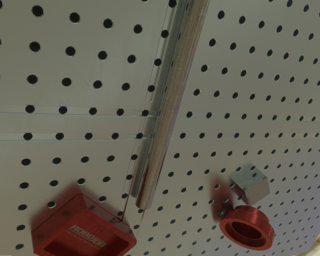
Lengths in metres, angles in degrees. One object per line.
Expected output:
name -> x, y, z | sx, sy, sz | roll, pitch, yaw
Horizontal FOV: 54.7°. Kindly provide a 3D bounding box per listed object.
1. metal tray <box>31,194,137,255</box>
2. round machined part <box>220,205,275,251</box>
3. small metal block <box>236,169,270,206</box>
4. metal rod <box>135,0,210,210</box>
metal tray -> -0.106, 0.162, 0.451 | 0.090, 0.030, 0.130 | -40, 130, -1
round machined part -> 0.166, 0.184, 0.584 | 0.042, 0.098, 0.098 | -54, 140, -38
small metal block -> 0.176, 0.114, 0.581 | 0.050, 0.025, 0.050 | -31, 129, -9
metal rod -> 0.009, -0.015, 0.408 | 0.025, 0.025, 0.298 | 0, 118, -29
